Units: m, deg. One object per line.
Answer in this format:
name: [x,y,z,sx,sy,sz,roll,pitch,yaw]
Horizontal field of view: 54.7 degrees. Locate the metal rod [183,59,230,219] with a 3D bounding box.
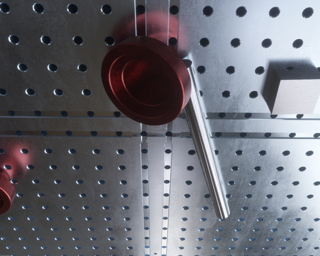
metal rod: [0.066,0.038,0.444,0.025,0.025,0.299,-13,129,10]

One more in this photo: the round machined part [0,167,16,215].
round machined part: [-0.272,0.090,0.474,0.099,0.042,0.097,0,130,0]

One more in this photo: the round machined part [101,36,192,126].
round machined part: [-0.011,-0.054,0.339,0.098,0.042,0.097,17,133,19]

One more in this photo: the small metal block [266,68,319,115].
small metal block: [0.162,-0.044,0.376,0.050,0.025,0.050,-1,130,1]
